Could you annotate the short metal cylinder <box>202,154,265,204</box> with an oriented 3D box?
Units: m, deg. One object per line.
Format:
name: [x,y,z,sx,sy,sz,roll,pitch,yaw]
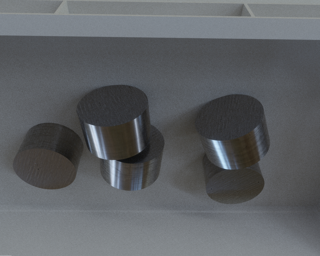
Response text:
short metal cylinder: [0.104,0.066,0.450,0.081,0.050,0.079,0,130,0]

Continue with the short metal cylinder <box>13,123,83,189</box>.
short metal cylinder: [-0.151,0.039,0.424,0.081,0.050,0.079,0,130,0]

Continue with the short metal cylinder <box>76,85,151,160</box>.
short metal cylinder: [-0.052,-0.008,0.365,0.080,0.080,0.050,-3,130,2]

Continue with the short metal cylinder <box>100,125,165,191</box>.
short metal cylinder: [-0.037,0.034,0.401,0.081,0.080,0.050,5,130,-4]

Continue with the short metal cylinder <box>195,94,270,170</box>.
short metal cylinder: [0.088,0.004,0.377,0.080,0.080,0.050,-16,128,13]
